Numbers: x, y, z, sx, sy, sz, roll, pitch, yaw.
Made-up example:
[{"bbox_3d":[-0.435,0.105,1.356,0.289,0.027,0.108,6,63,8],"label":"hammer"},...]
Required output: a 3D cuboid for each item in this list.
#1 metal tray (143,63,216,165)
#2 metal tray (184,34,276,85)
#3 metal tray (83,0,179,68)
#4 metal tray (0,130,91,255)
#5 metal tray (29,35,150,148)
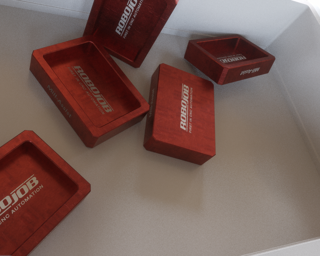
[{"bbox_3d":[0.030,-0.021,0.431,0.091,0.030,0.130,17,55,-18],"label":"metal tray"},{"bbox_3d":[0.117,-0.118,0.516,0.131,0.030,0.090,-18,50,-35],"label":"metal tray"},{"bbox_3d":[-0.041,-0.147,0.406,0.090,0.129,0.030,27,53,-11],"label":"metal tray"},{"bbox_3d":[-0.140,0.073,0.282,0.090,0.030,0.131,43,51,1],"label":"metal tray"},{"bbox_3d":[-0.086,-0.050,0.386,0.091,0.030,0.130,-32,79,-38],"label":"metal tray"}]
